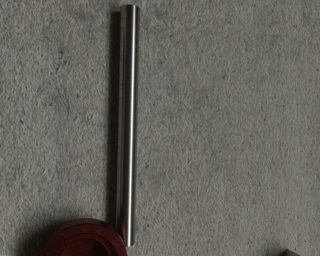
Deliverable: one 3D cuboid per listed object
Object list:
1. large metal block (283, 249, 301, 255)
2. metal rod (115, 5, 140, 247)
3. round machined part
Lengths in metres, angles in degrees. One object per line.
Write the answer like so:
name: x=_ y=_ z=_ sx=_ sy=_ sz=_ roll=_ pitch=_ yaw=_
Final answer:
large metal block: x=0.213 y=0.251 z=0.475 sx=0.080 sy=0.050 sz=0.080 roll=-46 pitch=105 yaw=-14
metal rod: x=-0.041 y=-0.003 z=0.393 sx=0.025 sy=0.025 sz=0.298 roll=1 pitch=90 yaw=-20
round machined part: x=-0.090 y=0.154 z=0.364 sx=0.099 sy=0.042 sz=0.097 roll=0 pitch=91 yaw=-15
